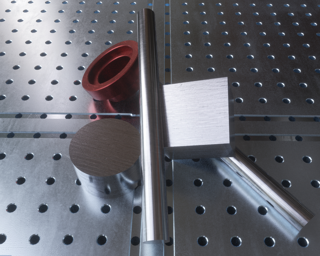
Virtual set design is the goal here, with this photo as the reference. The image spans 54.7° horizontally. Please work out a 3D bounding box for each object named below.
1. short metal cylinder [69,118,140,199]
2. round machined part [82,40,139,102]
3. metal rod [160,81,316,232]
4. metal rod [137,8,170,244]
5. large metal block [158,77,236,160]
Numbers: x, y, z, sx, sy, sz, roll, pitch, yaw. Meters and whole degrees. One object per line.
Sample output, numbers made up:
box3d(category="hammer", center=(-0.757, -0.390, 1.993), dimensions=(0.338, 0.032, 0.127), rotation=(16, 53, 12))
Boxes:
box3d(category="short metal cylinder", center=(-0.060, 0.035, 0.361), dimensions=(0.081, 0.050, 0.080), rotation=(0, 50, 0))
box3d(category="round machined part", center=(-0.059, -0.076, 0.442), dimensions=(0.098, 0.042, 0.098), rotation=(-21, 43, 21))
box3d(category="metal rod", center=(0.062, 0.009, 0.400), dimensions=(0.025, 0.025, 0.300), rotation=(-31, 57, -24))
box3d(category="metal rod", center=(-0.011, -0.025, 0.358), dimensions=(0.025, 0.025, 0.299), rotation=(-2, 61, -2))
box3d(category="large metal block", center=(0.045, -0.009, 0.371), dimensions=(0.080, 0.050, 0.080), rotation=(-5, 66, 19))
